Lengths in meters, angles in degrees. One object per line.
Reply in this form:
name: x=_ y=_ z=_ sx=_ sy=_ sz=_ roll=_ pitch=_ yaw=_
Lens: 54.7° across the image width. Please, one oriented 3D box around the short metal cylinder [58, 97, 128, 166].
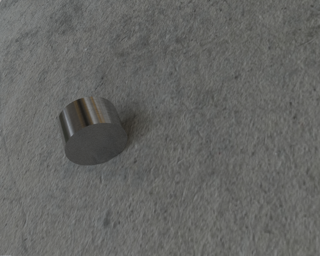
short metal cylinder: x=-0.089 y=0.005 z=0.411 sx=0.080 sy=0.080 sz=0.050 roll=-33 pitch=52 yaw=6
